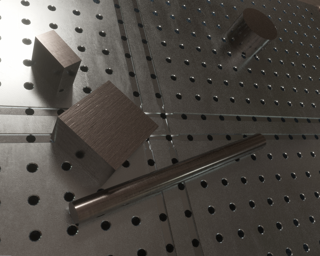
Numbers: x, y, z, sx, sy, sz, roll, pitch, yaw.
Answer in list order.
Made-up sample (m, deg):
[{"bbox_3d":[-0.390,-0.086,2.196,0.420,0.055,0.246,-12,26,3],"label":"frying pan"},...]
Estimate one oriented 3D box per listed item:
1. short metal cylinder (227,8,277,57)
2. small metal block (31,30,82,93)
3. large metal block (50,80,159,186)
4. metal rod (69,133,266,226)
[{"bbox_3d":[0.180,-0.186,0.605,0.081,0.050,0.080,14,56,-21],"label":"short metal cylinder"},{"bbox_3d":[-0.126,-0.080,0.373,0.050,0.050,0.025,47,51,4],"label":"small metal block"},{"bbox_3d":[-0.063,0.005,0.356,0.080,0.050,0.080,43,51,1],"label":"large metal block"},{"bbox_3d":[0.034,0.053,0.395,0.303,0.025,0.025,-15,70,-35],"label":"metal rod"}]
